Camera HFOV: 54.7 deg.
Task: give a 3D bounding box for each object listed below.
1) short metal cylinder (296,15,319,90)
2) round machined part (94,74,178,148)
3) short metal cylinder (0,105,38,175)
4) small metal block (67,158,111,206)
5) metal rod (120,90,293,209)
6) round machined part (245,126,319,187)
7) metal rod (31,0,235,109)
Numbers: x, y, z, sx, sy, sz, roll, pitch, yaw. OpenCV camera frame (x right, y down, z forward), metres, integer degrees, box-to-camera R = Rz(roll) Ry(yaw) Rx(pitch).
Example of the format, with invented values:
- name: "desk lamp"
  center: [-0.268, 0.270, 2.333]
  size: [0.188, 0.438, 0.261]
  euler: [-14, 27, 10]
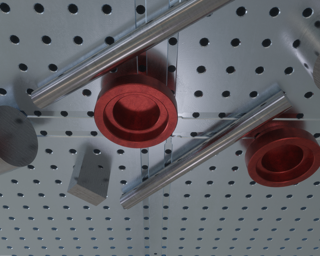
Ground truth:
- name: "short metal cylinder"
  center: [0.195, -0.081, 0.328]
  size: [0.081, 0.050, 0.079]
  euler: [0, 130, 0]
- name: "round machined part"
  center: [-0.028, -0.024, 0.380]
  size: [0.099, 0.042, 0.097]
  euler: [0, 130, 0]
- name: "short metal cylinder"
  center: [-0.202, 0.018, 0.388]
  size: [0.050, 0.080, 0.080]
  euler: [-20, 128, 16]
- name: "small metal block"
  center: [-0.105, 0.081, 0.463]
  size: [0.050, 0.050, 0.025]
  euler: [35, 122, -26]
- name: "metal rod"
  center: [0.050, 0.044, 0.448]
  size: [0.299, 0.025, 0.025]
  euler: [-37, 121, 27]
- name: "round machined part"
  center: [0.168, 0.036, 0.432]
  size: [0.099, 0.042, 0.097]
  euler: [0, 130, 0]
- name: "metal rod"
  center: [-0.020, -0.094, 0.330]
  size: [0.300, 0.025, 0.025]
  euler: [-25, 126, 19]
